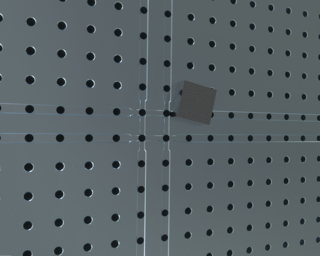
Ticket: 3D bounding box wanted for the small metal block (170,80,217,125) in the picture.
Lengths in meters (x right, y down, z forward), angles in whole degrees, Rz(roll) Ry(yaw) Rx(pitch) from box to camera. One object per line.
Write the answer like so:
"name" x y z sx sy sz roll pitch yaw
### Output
"small metal block" 0.046 -0.034 0.431 0.050 0.025 0.050 14 85 -20
